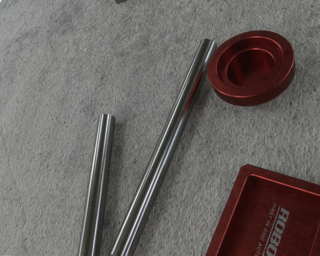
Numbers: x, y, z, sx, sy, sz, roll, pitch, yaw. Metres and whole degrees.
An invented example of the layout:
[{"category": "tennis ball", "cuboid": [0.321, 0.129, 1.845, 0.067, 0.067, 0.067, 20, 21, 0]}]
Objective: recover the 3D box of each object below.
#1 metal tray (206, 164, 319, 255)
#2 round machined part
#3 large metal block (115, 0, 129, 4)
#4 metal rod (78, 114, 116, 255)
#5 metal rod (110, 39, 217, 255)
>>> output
[{"category": "metal tray", "cuboid": [0.098, 0.107, 0.283, 0.090, 0.030, 0.130, 15, 69, 34]}, {"category": "round machined part", "cuboid": [0.111, -0.067, 0.375, 0.098, 0.042, 0.098, -13, 56, 20]}, {"category": "large metal block", "cuboid": [-0.057, -0.298, 0.598, 0.080, 0.050, 0.080, -12, 57, 21]}, {"category": "metal rod", "cuboid": [-0.081, 0.115, 0.373, 0.025, 0.025, 0.299, -12, 57, 21]}, {"category": "metal rod", "cuboid": [0.013, 0.012, 0.388, 0.025, 0.025, 0.300, 11, 67, 32]}]
